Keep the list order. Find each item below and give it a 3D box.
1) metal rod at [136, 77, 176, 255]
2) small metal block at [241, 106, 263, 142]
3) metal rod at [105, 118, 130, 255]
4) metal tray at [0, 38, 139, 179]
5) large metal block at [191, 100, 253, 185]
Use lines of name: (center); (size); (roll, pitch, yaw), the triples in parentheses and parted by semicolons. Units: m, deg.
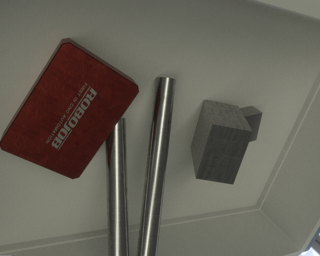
metal rod: (-0.009, 0.088, 0.379); (0.025, 0.025, 0.298); (6, 90, -32)
small metal block: (0.125, -0.003, 0.478); (0.050, 0.025, 0.050); (-12, 124, -22)
metal rod: (-0.049, 0.138, 0.369); (0.025, 0.025, 0.298); (0, 87, -29)
metal tray: (-0.096, -0.017, 0.333); (0.090, 0.030, 0.130); (31, 101, -27)
large metal block: (0.079, 0.017, 0.420); (0.050, 0.080, 0.079); (10, 116, -5)
